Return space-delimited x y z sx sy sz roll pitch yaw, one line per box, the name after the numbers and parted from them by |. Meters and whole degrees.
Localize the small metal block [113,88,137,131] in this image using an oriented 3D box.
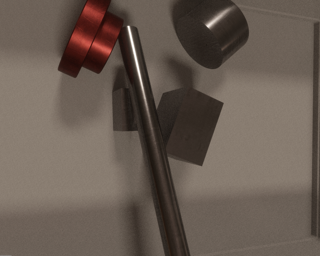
-0.041 -0.021 0.383 0.025 0.050 0.050 -2 91 -21 | small metal block

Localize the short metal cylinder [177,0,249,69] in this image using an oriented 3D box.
0.068 -0.125 0.408 0.050 0.080 0.080 -42 104 -15 | short metal cylinder

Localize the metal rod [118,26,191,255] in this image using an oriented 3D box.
-0.005 0.030 0.333 0.025 0.025 0.299 -9 78 -20 | metal rod

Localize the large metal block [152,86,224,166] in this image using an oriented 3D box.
0.026 -0.002 0.392 0.050 0.080 0.080 23 82 -19 | large metal block

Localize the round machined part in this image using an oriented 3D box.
-0.074 -0.099 0.345 0.042 0.098 0.098 24 82 -19 | round machined part
